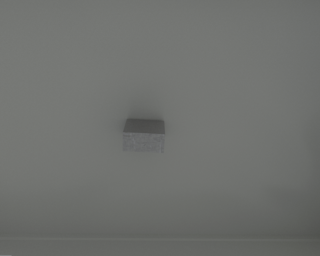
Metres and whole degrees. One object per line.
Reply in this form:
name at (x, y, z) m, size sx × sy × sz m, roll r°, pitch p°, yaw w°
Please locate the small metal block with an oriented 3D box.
small metal block at (-0.020, 0.009, 0.397) m, size 0.050 × 0.050 × 0.025 m, roll 3°, pitch 110°, yaw -2°
